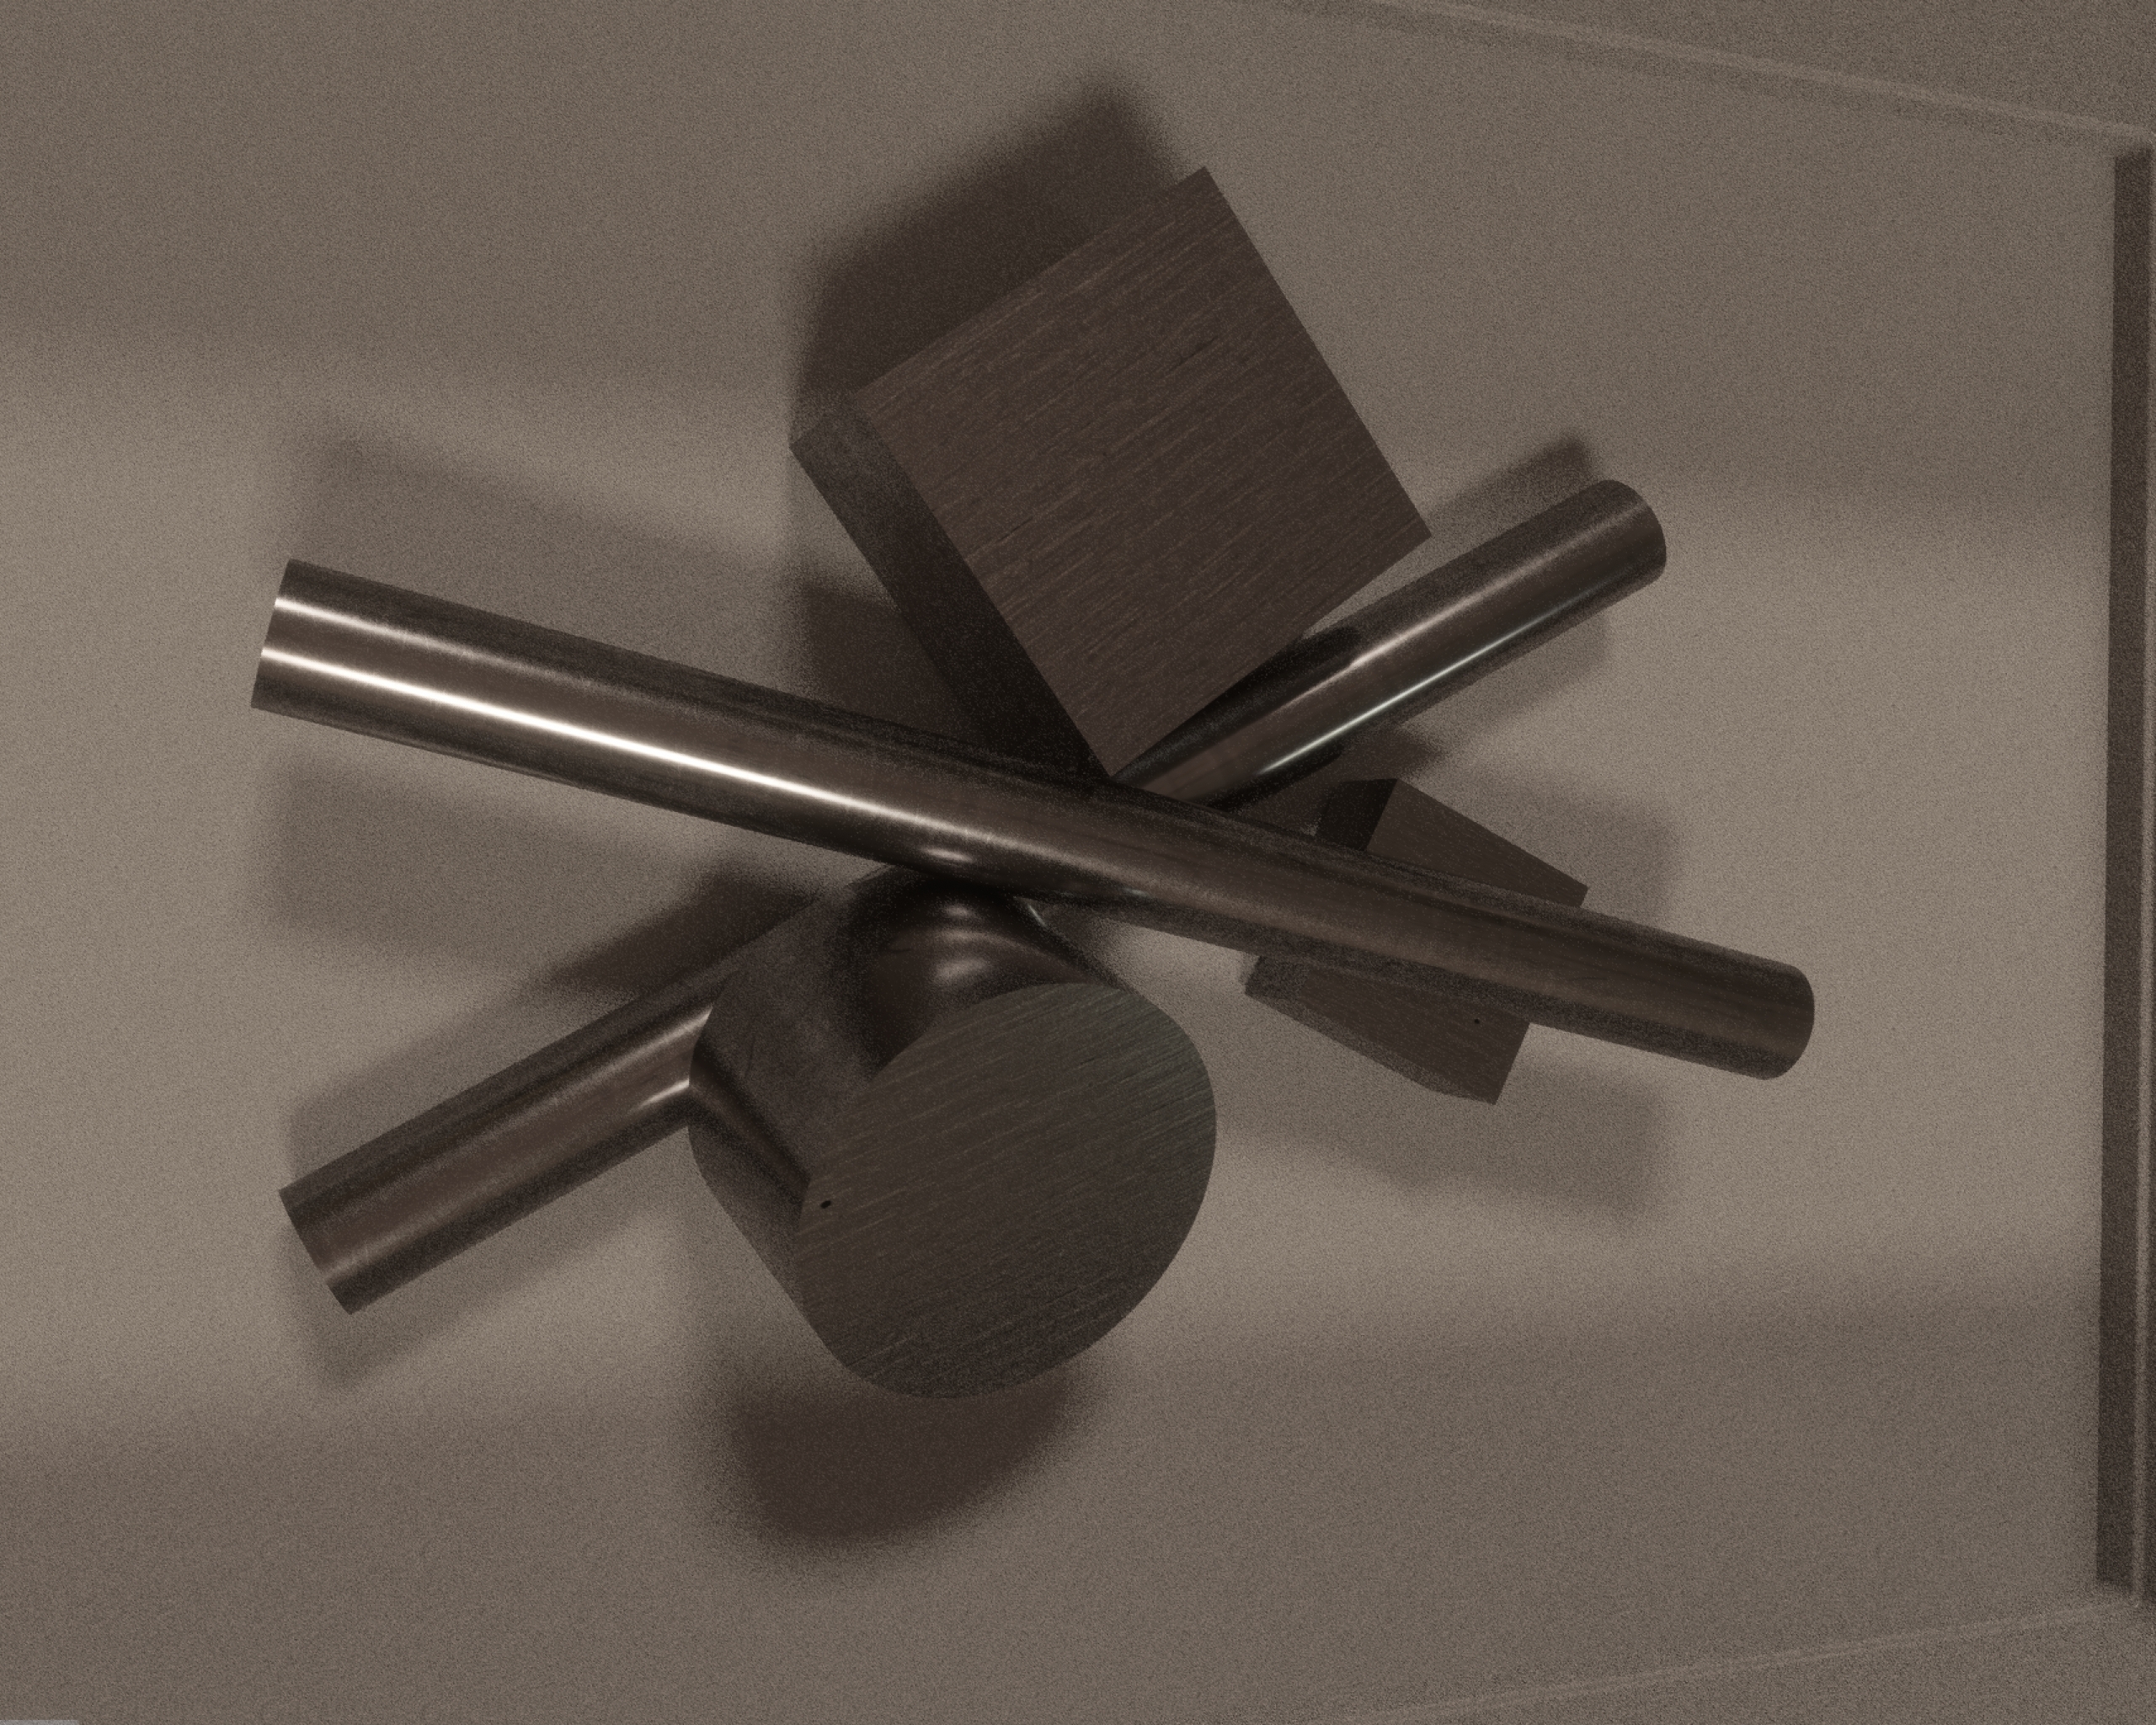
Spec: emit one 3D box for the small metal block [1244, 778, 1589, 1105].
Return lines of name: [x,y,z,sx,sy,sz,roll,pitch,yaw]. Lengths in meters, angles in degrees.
small metal block: [0.071,0.016,0.435,0.050,0.025,0.050,28,81,-18]

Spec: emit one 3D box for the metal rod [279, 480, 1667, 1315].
metal rod: [-0.006,-0.002,0.407,0.302,0.025,0.025,-29,100,-18]

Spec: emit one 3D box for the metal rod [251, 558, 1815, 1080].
metal rod: [0.008,-0.002,0.386,0.302,0.025,0.025,14,85,-20]

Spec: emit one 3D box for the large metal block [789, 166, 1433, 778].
large metal block: [0.006,-0.071,0.398,0.080,0.050,0.080,-38,103,-16]

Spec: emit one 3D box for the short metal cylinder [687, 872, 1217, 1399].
short metal cylinder: [-0.023,0.047,0.373,0.081,0.050,0.079,-14,119,-27]
